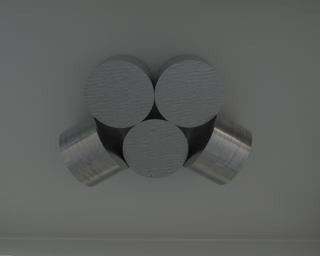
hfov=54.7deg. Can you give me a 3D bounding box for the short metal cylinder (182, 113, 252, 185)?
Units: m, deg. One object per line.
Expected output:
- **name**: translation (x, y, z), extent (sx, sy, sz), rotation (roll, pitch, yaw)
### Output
- **short metal cylinder**: translation (0.070, 0.025, 0.390), extent (0.050, 0.080, 0.080), rotation (28, 108, -10)

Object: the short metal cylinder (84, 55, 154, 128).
- **short metal cylinder**: translation (-0.047, -0.046, 0.379), extent (0.081, 0.050, 0.079), rotation (0, 110, 0)

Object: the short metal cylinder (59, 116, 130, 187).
- **short metal cylinder**: translation (-0.080, 0.027, 0.390), extent (0.050, 0.080, 0.080), rotation (-29, 108, 10)

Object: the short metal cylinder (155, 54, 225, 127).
- **short metal cylinder**: translation (0.034, -0.047, 0.379), extent (0.081, 0.050, 0.079), rotation (0, 110, 0)

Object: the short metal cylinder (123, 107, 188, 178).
- **short metal cylinder**: translation (-0.005, 0.018, 0.403), extent (0.081, 0.050, 0.079), rotation (0, 110, 0)
